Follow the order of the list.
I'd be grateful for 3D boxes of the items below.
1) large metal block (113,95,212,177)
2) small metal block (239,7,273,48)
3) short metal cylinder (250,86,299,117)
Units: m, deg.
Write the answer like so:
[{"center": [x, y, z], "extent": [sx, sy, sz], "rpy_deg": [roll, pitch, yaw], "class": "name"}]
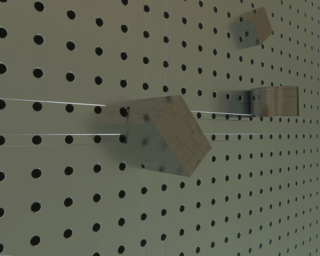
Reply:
[{"center": [0.003, 0.009, 0.378], "extent": [0.050, 0.080, 0.080], "rpy_deg": [-48, 119, -29], "class": "large metal block"}, {"center": [0.174, -0.181, 0.558], "extent": [0.050, 0.025, 0.050], "rpy_deg": [-45, 118, -31], "class": "small metal block"}, {"center": [0.201, -0.045, 0.545], "extent": [0.081, 0.080, 0.050], "rpy_deg": [-3, 92, -40], "class": "short metal cylinder"}]
